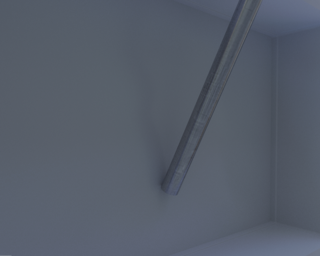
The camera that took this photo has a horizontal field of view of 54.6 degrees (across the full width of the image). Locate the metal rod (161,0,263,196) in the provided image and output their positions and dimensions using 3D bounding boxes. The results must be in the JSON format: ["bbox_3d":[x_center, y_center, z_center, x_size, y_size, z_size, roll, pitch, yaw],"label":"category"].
[{"bbox_3d":[0.066,-0.050,0.383,0.025,0.025,0.298,10,108,-40],"label":"metal rod"}]
